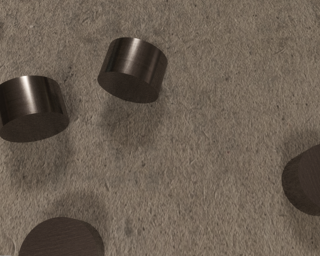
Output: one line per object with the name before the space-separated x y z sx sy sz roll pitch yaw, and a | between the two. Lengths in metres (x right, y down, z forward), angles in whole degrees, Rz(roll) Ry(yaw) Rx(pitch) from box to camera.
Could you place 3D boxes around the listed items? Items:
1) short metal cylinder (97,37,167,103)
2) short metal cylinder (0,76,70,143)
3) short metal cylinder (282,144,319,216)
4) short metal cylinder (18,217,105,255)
short metal cylinder | -0.035 -0.073 0.405 0.080 0.080 0.050 14 71 4
short metal cylinder | -0.160 -0.022 0.385 0.081 0.080 0.050 -19 71 -7
short metal cylinder | 0.197 0.064 0.374 0.081 0.050 0.080 0 70 0
short metal cylinder | -0.106 0.141 0.342 0.081 0.050 0.080 0 70 0
